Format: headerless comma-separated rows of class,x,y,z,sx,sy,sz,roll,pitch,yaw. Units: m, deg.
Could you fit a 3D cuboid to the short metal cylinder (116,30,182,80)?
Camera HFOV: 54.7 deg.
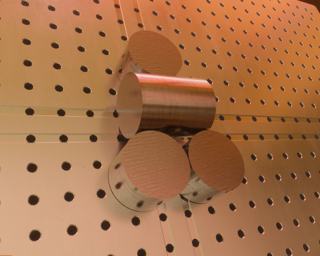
short metal cylinder,-0.016,-0.091,0.440,0.081,0.050,0.080,14,56,-21

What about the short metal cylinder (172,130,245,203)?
short metal cylinder,0.059,0.049,0.394,0.081,0.050,0.080,14,56,-21

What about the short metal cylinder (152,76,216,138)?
short metal cylinder,0.028,-0.027,0.407,0.050,0.080,0.080,0,62,-29

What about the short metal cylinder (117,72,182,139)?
short metal cylinder,-0.016,-0.027,0.383,0.050,0.080,0.080,0,62,-29

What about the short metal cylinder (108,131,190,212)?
short metal cylinder,-0.013,0.050,0.355,0.081,0.050,0.080,14,56,-21
